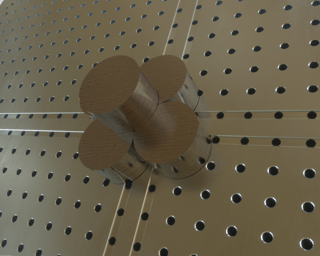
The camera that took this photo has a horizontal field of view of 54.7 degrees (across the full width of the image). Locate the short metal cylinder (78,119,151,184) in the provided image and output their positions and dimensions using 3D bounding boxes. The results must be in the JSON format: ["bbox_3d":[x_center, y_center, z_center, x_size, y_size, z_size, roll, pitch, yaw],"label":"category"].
[{"bbox_3d":[-0.058,0.026,0.404,0.080,0.050,0.080,-13,56,20],"label":"short metal cylinder"}]

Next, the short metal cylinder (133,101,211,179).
[{"bbox_3d":[0.016,0.015,0.373,0.080,0.050,0.080,-13,56,20],"label":"short metal cylinder"}]

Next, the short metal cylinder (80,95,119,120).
[{"bbox_3d":[-0.067,-0.039,0.449,0.080,0.050,0.080,-13,56,20],"label":"short metal cylinder"}]

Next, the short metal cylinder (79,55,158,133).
[{"bbox_3d":[-0.049,-0.040,0.374,0.080,0.050,0.080,-12,58,20],"label":"short metal cylinder"}]

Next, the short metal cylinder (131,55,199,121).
[{"bbox_3d":[0.007,-0.051,0.418,0.080,0.050,0.080,-13,56,20],"label":"short metal cylinder"}]
